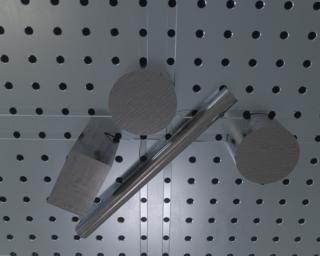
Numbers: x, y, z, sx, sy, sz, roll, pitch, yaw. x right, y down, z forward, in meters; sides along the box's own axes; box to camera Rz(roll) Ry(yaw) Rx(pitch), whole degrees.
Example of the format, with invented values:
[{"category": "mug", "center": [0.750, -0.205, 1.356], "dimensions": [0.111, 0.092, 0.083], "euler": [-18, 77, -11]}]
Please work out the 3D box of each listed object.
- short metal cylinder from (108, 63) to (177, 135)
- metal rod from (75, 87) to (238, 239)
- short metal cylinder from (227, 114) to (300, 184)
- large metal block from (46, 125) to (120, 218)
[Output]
[{"category": "short metal cylinder", "center": [-0.020, -0.037, 0.386], "dimensions": [0.081, 0.050, 0.079], "euler": [0, 110, 0]}, {"category": "metal rod", "center": [-0.013, 0.056, 0.434], "dimensions": [0.025, 0.025, 0.299], "euler": [43, 104, -14]}, {"category": "short metal cylinder", "center": [0.135, 0.027, 0.411], "dimensions": [0.081, 0.050, 0.079], "euler": [0, 110, 0]}, {"category": "large metal block", "center": [-0.096, 0.053, 0.403], "dimensions": [0.050, 0.080, 0.080], "euler": [26, 108, -9]}]
